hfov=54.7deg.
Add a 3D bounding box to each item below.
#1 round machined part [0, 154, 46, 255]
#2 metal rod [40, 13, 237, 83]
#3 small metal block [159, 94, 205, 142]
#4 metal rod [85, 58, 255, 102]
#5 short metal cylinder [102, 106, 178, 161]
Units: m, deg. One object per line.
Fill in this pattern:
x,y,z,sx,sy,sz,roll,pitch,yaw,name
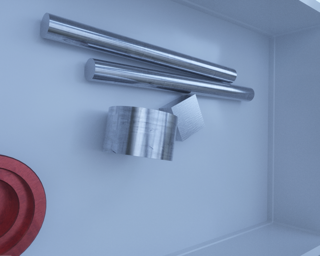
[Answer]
-0.155,0.069,0.267,0.099,0.042,0.097,0,90,-40,round machined part
0.000,-0.094,0.407,0.302,0.025,0.025,4,87,-40,metal rod
0.032,-0.015,0.436,0.050,0.025,0.050,-31,110,-36,small metal block
0.038,-0.061,0.440,0.302,0.025,0.025,2,89,-40,metal rod
-0.022,0.008,0.354,0.081,0.080,0.050,13,82,-40,short metal cylinder
